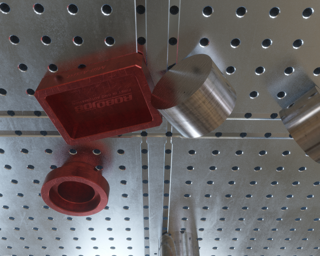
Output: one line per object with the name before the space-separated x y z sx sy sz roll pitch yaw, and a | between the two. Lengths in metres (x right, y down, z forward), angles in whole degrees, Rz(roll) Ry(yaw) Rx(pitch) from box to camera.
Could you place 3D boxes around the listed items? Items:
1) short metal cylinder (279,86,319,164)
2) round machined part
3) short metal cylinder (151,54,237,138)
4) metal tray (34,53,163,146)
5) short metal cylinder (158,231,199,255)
short metal cylinder | 0.191 -0.004 0.374 0.080 0.080 0.050 33 123 -25
round machined part | -0.127 0.090 0.476 0.099 0.042 0.097 0 130 0
short metal cylinder | 0.037 -0.036 0.345 0.080 0.080 0.050 -30 124 23
metal tray | -0.071 -0.031 0.380 0.130 0.030 0.090 -13 129 10
short metal cylinder | 0.037 0.245 0.604 0.081 0.050 0.079 0 130 0
